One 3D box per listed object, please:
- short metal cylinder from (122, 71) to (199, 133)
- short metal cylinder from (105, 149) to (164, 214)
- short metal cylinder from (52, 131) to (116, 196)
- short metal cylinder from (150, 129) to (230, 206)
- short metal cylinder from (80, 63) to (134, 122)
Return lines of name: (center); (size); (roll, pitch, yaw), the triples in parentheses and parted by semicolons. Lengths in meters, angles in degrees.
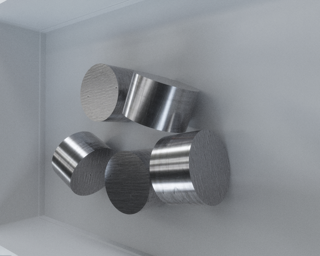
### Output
short metal cylinder: (0.001, -0.032, 0.368); (0.080, 0.081, 0.050); (27, 107, 36)
short metal cylinder: (-0.027, 0.068, 0.408); (0.080, 0.050, 0.079); (0, 90, 39)
short metal cylinder: (-0.109, 0.052, 0.455); (0.050, 0.081, 0.079); (34, 111, 34)
short metal cylinder: (0.034, 0.044, 0.339); (0.050, 0.081, 0.080); (-12, 83, 39)
short metal cylinder: (-0.068, -0.048, 0.442); (0.080, 0.050, 0.079); (0, 90, 39)
